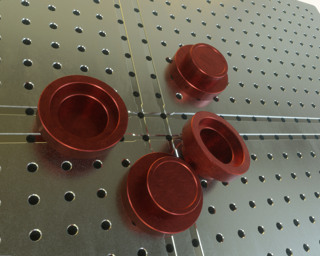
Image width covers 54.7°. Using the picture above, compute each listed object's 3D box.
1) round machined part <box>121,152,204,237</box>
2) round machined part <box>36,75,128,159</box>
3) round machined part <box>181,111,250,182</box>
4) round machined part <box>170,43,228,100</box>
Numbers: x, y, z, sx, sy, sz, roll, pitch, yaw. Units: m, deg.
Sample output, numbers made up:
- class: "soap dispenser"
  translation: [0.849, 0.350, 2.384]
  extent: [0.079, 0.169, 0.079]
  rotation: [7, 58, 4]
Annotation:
- class: "round machined part"
  translation: [0.009, 0.072, 0.360]
  extent: [0.099, 0.042, 0.098]
  rotation: [14, 56, -21]
- class: "round machined part"
  translation: [-0.090, -0.009, 0.355]
  extent: [0.099, 0.042, 0.098]
  rotation: [14, 56, -21]
- class: "round machined part"
  translation: [0.068, 0.028, 0.409]
  extent: [0.099, 0.042, 0.098]
  rotation: [25, 41, -23]
- class: "round machined part"
  translation: [0.069, -0.096, 0.495]
  extent: [0.099, 0.042, 0.098]
  rotation: [14, 56, -21]
